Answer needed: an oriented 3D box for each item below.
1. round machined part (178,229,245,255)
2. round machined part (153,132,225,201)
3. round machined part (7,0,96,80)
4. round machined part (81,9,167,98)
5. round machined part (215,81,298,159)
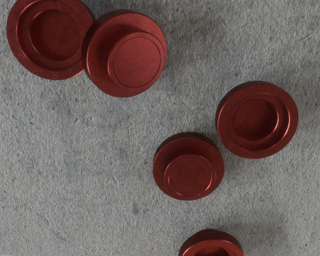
[{"bbox_3d":[0.077,0.195,0.473,0.099,0.042,0.097,0,110,0],"label":"round machined part"},{"bbox_3d":[0.039,0.058,0.422,0.099,0.042,0.097,0,110,0],"label":"round machined part"},{"bbox_3d":[-0.119,-0.108,0.360,0.099,0.042,0.097,0,110,0],"label":"round machined part"},{"bbox_3d":[-0.034,-0.079,0.348,0.099,0.042,0.097,-17,125,-25],"label":"round machined part"},{"bbox_3d":[0.119,-0.013,0.397,0.099,0.042,0.097,0,110,0],"label":"round machined part"}]
